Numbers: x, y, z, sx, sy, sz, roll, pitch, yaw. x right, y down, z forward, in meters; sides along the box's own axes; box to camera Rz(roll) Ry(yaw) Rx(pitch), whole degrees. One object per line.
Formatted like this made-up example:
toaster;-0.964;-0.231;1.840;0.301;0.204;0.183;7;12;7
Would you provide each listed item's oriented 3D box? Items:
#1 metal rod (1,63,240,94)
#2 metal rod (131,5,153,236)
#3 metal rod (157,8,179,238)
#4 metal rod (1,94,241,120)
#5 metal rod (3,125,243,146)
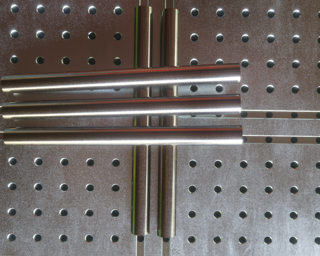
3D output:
metal rod;-0.054;-0.062;0.392;0.302;0.025;0.025;-1;90;7
metal rod;-0.024;-0.010;0.413;0.025;0.025;0.298;1;90;-1
metal rod;0.011;-0.006;0.414;0.025;0.025;0.298;1;90;-1
metal rod;-0.054;-0.026;0.392;0.302;0.025;0.025;-1;90;7
metal rod;-0.052;0.010;0.392;0.302;0.025;0.025;0;90;8
